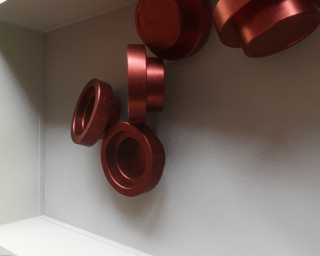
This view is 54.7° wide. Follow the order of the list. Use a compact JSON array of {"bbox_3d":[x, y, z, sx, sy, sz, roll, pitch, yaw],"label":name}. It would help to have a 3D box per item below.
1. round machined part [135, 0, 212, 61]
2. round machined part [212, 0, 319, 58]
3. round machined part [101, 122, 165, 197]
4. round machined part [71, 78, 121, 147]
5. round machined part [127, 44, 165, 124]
[{"bbox_3d":[0.009,-0.129,0.369,0.098,0.042,0.097,17,119,34],"label":"round machined part"},{"bbox_3d":[0.100,-0.098,0.275,0.098,0.099,0.042,-28,73,36],"label":"round machined part"},{"bbox_3d":[-0.032,0.039,0.417,0.098,0.042,0.097,5,98,40],"label":"round machined part"},{"bbox_3d":[-0.091,-0.020,0.454,0.098,0.042,0.098,-32,49,47],"label":"round machined part"},{"bbox_3d":[-0.018,-0.054,0.385,0.042,0.098,0.097,-1,90,-5],"label":"round machined part"}]
